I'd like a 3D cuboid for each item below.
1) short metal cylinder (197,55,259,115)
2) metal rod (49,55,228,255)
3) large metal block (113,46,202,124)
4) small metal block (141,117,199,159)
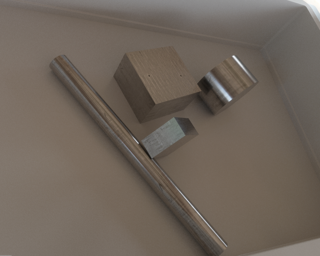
[{"bbox_3d":[0.099,-0.063,0.464,0.081,0.080,0.050,-30,79,-38],"label":"short metal cylinder"},{"bbox_3d":[-0.030,0.029,0.372,0.300,0.025,0.025,49,51,6],"label":"metal rod"},{"bbox_3d":[-0.004,-0.061,0.426,0.081,0.050,0.080,-19,72,-36],"label":"large metal block"},{"bbox_3d":[0.013,0.012,0.379,0.025,0.050,0.050,59,20,13],"label":"small metal block"}]
